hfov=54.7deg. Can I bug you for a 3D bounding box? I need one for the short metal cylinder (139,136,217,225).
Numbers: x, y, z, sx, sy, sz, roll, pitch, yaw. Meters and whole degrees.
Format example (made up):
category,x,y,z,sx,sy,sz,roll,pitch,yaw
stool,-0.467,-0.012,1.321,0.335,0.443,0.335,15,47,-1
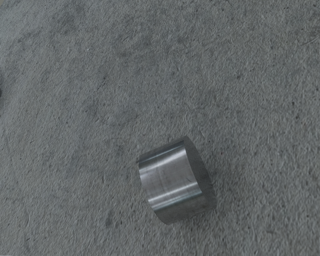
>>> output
category,x,y,z,sx,sy,sz,roll,pitch,yaw
short metal cylinder,0.020,0.054,0.325,0.050,0.080,0.080,-24,53,14
